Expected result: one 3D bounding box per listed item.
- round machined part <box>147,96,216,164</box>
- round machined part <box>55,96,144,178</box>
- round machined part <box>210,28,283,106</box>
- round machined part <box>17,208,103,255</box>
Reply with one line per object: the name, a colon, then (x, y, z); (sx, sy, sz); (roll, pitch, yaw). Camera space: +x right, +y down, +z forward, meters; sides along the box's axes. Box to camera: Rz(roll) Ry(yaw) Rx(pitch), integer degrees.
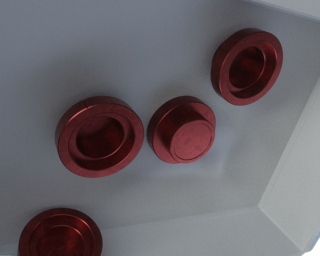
round machined part: (0.035, 0.009, 0.422); (0.099, 0.042, 0.097); (-14, 124, -21)
round machined part: (-0.072, 0.007, 0.362); (0.099, 0.042, 0.097); (-14, 124, -21)
round machined part: (0.108, -0.082, 0.405); (0.099, 0.042, 0.097); (-14, 124, -21)
round machined part: (-0.126, 0.154, 0.390); (0.099, 0.098, 0.042); (2, 131, -29)
